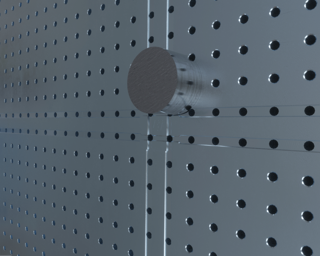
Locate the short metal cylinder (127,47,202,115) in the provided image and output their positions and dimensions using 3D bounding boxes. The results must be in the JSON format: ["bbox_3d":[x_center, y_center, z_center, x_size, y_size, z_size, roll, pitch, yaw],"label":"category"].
[{"bbox_3d":[0.005,-0.057,0.390,0.080,0.050,0.080,0,90,40],"label":"short metal cylinder"}]
